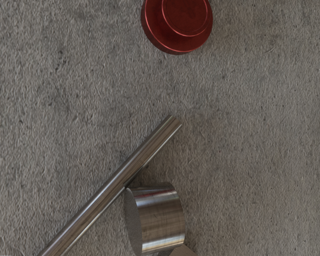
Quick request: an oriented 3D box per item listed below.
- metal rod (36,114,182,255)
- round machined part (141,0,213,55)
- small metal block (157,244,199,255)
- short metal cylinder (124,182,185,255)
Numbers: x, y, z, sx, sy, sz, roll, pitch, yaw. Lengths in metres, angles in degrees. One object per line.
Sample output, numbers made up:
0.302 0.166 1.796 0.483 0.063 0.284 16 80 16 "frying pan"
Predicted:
-0.079 0.097 0.379 0.025 0.025 0.301 47 76 -14 "metal rod"
0.028 -0.150 0.410 0.099 0.042 0.097 0 90 -20 "round machined part"
0.024 0.183 0.418 0.050 0.025 0.050 44 76 -15 "small metal block"
-0.009 0.109 0.377 0.050 0.080 0.079 -6 92 -20 "short metal cylinder"
